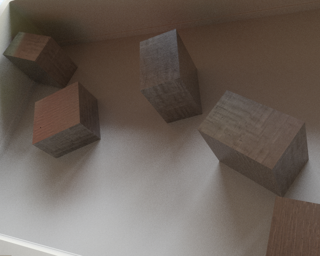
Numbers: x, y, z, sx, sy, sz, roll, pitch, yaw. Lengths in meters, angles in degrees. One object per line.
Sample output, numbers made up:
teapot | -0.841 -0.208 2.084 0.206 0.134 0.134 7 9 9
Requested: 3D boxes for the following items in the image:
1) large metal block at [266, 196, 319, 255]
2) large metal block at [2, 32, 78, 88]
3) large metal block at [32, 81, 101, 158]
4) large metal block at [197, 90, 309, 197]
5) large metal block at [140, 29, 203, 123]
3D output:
large metal block | 0.133 0.109 0.253 0.080 0.050 0.080 5 64 30
large metal block | -0.207 -0.118 0.543 0.080 0.080 0.050 16 70 27
large metal block | -0.141 -0.012 0.469 0.080 0.050 0.080 -23 53 14
large metal block | 0.095 0.017 0.310 0.080 0.080 0.050 31 79 37
large metal block | 0.015 -0.065 0.401 0.050 0.080 0.080 -15 56 19
